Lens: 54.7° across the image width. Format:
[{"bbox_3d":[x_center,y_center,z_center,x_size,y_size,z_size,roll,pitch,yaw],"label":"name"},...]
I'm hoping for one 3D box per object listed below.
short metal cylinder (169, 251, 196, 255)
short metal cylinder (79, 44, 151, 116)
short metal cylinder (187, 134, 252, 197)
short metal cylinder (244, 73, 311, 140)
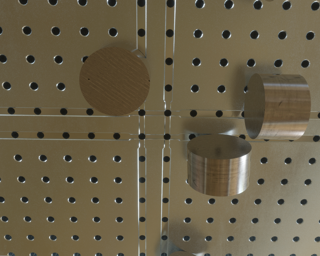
[{"bbox_3d":[0.038,0.237,0.472,0.080,0.080,0.050,20,109,-8],"label":"short metal cylinder"},{"bbox_3d":[-0.052,-0.060,0.377,0.081,0.050,0.079,0,110,-1],"label":"short metal cylinder"},{"bbox_3d":[0.076,0.046,0.402,0.081,0.080,0.050,-2,110,0],"label":"short metal cylinder"},{"bbox_3d":[0.139,-0.026,0.377,0.050,0.080,0.079,1,110,-1],"label":"short metal cylinder"}]
